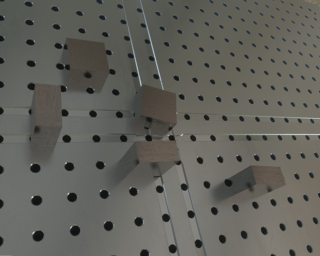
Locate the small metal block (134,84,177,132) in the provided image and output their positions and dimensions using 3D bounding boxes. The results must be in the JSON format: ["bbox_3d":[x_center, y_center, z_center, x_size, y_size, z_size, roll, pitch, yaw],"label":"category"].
[{"bbox_3d":[-0.006,-0.026,0.421,0.050,0.025,0.050,13,56,-21],"label":"small metal block"}]

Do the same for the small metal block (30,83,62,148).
[{"bbox_3d":[-0.123,-0.012,0.333,0.025,0.050,0.050,3,61,-27],"label":"small metal block"}]

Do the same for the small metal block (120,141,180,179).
[{"bbox_3d":[-0.013,0.037,0.362,0.050,0.050,0.025,0,62,-28],"label":"small metal block"}]

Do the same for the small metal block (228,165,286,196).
[{"bbox_3d":[0.129,0.072,0.417,0.050,0.050,0.025,6,59,-25],"label":"small metal block"}]

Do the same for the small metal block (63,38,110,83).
[{"bbox_3d":[-0.098,-0.088,0.409,0.050,0.025,0.050,0,62,-28],"label":"small metal block"}]
